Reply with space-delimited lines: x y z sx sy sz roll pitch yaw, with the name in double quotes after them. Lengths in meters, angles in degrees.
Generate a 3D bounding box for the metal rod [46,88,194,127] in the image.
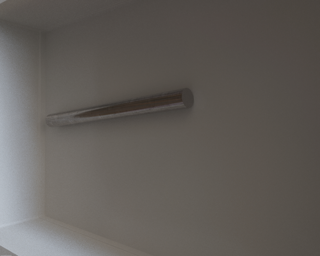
-0.082 -0.025 0.471 0.300 0.025 0.025 -6 87 39 "metal rod"
